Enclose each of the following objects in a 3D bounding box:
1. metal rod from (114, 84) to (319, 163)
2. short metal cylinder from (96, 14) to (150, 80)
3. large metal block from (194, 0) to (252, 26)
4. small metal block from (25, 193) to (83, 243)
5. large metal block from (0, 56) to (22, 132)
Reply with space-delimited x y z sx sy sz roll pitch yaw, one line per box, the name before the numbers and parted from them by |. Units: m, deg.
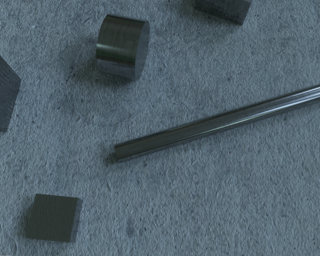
metal rod | 0.089 -0.009 0.412 0.302 0.025 0.025 -16 71 -6
short metal cylinder | -0.048 -0.109 0.418 0.050 0.080 0.080 12 71 4
large metal block | 0.107 -0.216 0.475 0.080 0.050 0.080 22 71 8
small metal block | -0.124 0.107 0.368 0.050 0.025 0.050 5 70 2
large metal block | -0.228 -0.047 0.395 0.050 0.080 0.080 5 70 2
